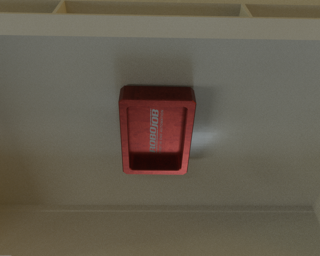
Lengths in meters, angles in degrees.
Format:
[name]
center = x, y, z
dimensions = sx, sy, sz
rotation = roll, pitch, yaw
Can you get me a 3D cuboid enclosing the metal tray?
[metal tray]
center = -0.005, 0.007, 0.408
dimensions = 0.091, 0.030, 0.129
rotation = 1, 130, -2
